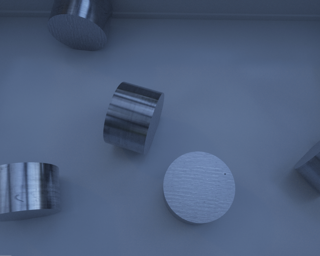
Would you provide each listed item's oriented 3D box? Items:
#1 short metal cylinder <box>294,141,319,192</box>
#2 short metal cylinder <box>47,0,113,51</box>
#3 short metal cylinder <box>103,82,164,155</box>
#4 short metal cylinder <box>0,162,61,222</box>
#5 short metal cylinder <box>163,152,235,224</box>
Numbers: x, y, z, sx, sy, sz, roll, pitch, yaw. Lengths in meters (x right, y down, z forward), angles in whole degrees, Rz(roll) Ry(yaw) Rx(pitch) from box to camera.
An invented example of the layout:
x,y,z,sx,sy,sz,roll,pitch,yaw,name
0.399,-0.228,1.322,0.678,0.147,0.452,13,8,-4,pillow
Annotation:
x,y,z,sx,sy,sz,roll,pitch,yaw,name
0.210,0.039,0.367,0.080,0.080,0.050,-40,75,-13,short metal cylinder
-0.111,-0.153,0.435,0.080,0.080,0.050,6,70,2,short metal cylinder
-0.031,-0.012,0.385,0.050,0.080,0.080,17,71,6,short metal cylinder
-0.156,0.074,0.352,0.081,0.080,0.050,-9,71,-3,short metal cylinder
0.044,0.073,0.370,0.081,0.050,0.080,0,70,0,short metal cylinder
